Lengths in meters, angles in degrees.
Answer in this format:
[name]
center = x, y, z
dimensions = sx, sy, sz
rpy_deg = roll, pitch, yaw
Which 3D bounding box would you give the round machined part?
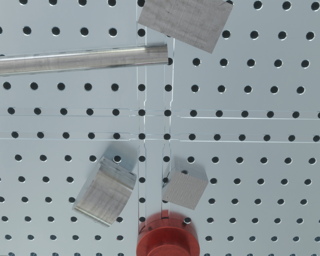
[round machined part]
center = 0.012, 0.192, 0.476
dimensions = 0.099, 0.042, 0.097
rpy_deg = 0, 110, -1

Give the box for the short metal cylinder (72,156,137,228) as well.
[short metal cylinder]
center = -0.074, 0.085, 0.414
dimensions = 0.050, 0.080, 0.080
rpy_deg = 32, 107, -11

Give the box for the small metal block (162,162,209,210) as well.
[small metal block]
center = 0.035, 0.084, 0.445
dimensions = 0.050, 0.025, 0.050
rpy_deg = 20, 109, -8

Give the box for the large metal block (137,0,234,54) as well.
[large metal block]
center = 0.024, -0.125, 0.339
dimensions = 0.080, 0.080, 0.050
rpy_deg = 21, 109, -8

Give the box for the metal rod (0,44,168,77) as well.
[metal rod]
center = -0.141, -0.080, 0.381
dimensions = 0.302, 0.025, 0.025
rpy_deg = -4, 110, 1
